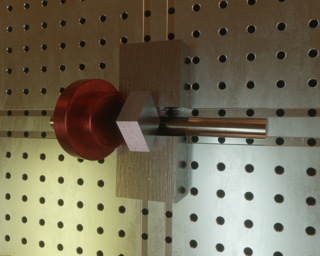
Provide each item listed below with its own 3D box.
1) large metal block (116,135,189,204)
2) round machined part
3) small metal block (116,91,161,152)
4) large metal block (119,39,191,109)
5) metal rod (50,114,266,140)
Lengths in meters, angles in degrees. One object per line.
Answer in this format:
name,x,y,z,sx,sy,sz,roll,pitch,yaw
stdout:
large metal block,-0.009,0.049,0.403,0.080,0.050,0.079,1,91,20
round machined part,-0.072,-0.009,0.368,0.042,0.099,0.097,5,92,34
small metal block,-0.023,-0.008,0.361,0.025,0.050,0.050,1,46,20
large metal block,-0.005,-0.065,0.401,0.080,0.050,0.079,1,90,20
metal rod,-0.016,-0.004,0.418,0.301,0.025,0.025,2,91,19
